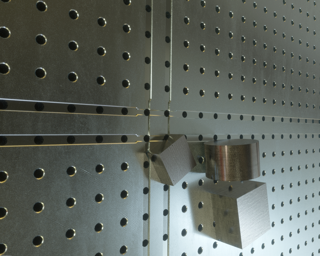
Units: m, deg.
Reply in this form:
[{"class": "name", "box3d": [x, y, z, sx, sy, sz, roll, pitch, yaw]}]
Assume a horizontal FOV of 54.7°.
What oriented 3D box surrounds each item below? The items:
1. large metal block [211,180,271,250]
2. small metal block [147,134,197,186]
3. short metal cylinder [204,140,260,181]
[{"class": "large metal block", "box3d": [0.133, 0.136, 0.504, 0.081, 0.050, 0.079, -13, 99, -39]}, {"class": "small metal block", "box3d": [0.017, 0.043, 0.424, 0.050, 0.025, 0.050, -37, 113, -34]}, {"class": "short metal cylinder", "box3d": [0.107, 0.045, 0.463, 0.081, 0.080, 0.050, -7, 95, -40]}]
